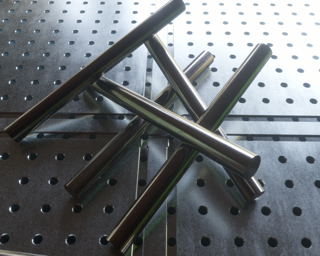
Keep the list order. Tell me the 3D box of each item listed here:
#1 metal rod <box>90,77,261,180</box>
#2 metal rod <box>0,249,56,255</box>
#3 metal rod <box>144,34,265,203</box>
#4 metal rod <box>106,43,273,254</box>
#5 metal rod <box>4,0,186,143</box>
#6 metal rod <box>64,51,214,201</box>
[{"bbox_3d":[-0.015,-0.022,0.377,0.025,0.025,0.300,-35,44,-26],"label":"metal rod"},{"bbox_3d":[-0.133,0.132,0.296,0.301,0.025,0.025,6,50,4],"label":"metal rod"},{"bbox_3d":[0.041,-0.039,0.414,0.025,0.025,0.299,-21,61,-16],"label":"metal rod"},{"bbox_3d":[0.046,0.008,0.358,0.025,0.025,0.301,31,69,23],"label":"metal rod"},{"bbox_3d":[-0.081,-0.087,0.430,0.301,0.025,0.025,-41,60,-11],"label":"metal rod"},{"bbox_3d":[-0.011,-0.021,0.425,0.025,0.025,0.301,29,56,22],"label":"metal rod"}]
